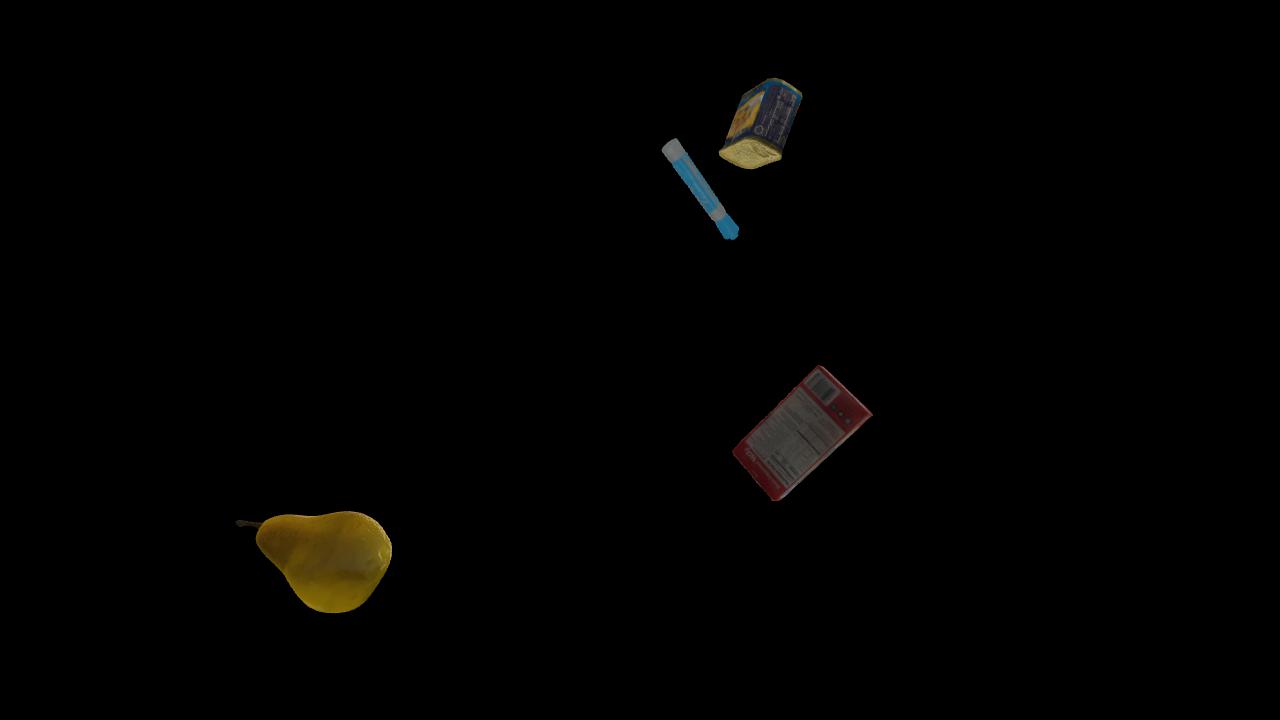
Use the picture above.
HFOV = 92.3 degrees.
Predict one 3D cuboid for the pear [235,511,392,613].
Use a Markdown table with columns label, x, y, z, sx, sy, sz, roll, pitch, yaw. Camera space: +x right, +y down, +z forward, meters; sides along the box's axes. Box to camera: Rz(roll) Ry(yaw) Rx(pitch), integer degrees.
| label | x | y | z | sx | sy | sz | roll | pitch | yaw |
| --- | --- | --- | --- | --- | --- | --- | --- | --- | --- |
| pear | -0.247 | 0.140 | 0.464 | 0.111 | 0.080 | 0.080 | 35 | -10 | -15 |

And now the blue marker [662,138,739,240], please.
| label | x | y | z | sx | sy | sz | roll | pitch | yaw |
| --- | --- | --- | --- | --- | --- | --- | --- | --- | --- |
| blue marker | 0.064 | -0.169 | 0.624 | 0.020 | 0.020 | 0.121 | 0 | -41 | 53 |

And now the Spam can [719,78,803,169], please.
| label | x | y | z | sx | sy | sz | roll | pitch | yaw |
| --- | --- | --- | --- | --- | --- | --- | --- | --- | --- |
| Spam can | 0.156 | -0.306 | 0.801 | 0.058 | 0.085 | 0.101 | 20 | 0 | -20 |

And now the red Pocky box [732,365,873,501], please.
| label | x | y | z | sx | sy | sz | roll | pitch | yaw |
| --- | --- | --- | --- | --- | --- | --- | --- | --- | --- |
| red Pocky box | 0.191 | 0.088 | 0.736 | 0.083 | 0.155 | 0.028 | 50 | 19 | 24 |
